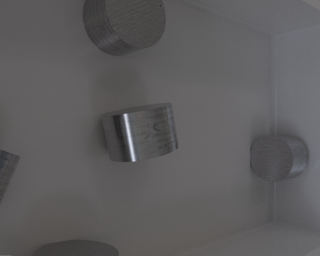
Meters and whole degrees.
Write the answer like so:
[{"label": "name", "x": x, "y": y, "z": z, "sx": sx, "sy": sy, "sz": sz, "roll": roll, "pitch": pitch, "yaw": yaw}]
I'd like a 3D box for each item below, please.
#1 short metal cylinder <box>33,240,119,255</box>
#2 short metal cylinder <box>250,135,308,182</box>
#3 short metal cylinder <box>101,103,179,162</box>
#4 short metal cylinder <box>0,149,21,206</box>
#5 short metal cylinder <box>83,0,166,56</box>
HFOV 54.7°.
[{"label": "short metal cylinder", "x": -0.082, "y": 0.147, "z": 0.302, "sx": 0.081, "sy": 0.080, "sz": 0.050, "roll": 6, "pitch": 86, "yaw": -40}, {"label": "short metal cylinder", "x": 0.208, "y": 0.052, "z": 0.545, "sx": 0.050, "sy": 0.080, "sz": 0.080, "roll": 1, "pitch": 89, "yaw": -40}, {"label": "short metal cylinder", "x": -0.022, "y": 0.003, "z": 0.352, "sx": 0.081, "sy": 0.080, "sz": 0.050, "roll": -16, "pitch": 101, "yaw": -39}, {"label": "short metal cylinder", "x": -0.158, "y": 0.033, "z": 0.238, "sx": 0.080, "sy": 0.080, "sz": 0.050, "roll": 28, "pitch": 73, "yaw": -37}, {"label": "short metal cylinder", "x": -0.040, "y": -0.127, "z": 0.356, "sx": 0.081, "sy": 0.050, "sz": 0.080, "roll": 0, "pitch": 90, "yaw": -40}]
